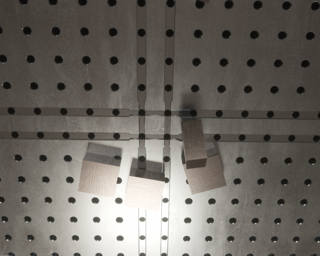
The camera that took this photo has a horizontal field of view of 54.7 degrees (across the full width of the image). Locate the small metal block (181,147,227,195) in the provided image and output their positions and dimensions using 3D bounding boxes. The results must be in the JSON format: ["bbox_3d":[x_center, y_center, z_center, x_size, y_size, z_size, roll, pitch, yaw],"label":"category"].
[{"bbox_3d":[0.062,0.061,0.437,0.050,0.025,0.050,-16,110,5],"label":"small metal block"}]

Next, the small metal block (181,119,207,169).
[{"bbox_3d":[0.043,0.022,0.398,0.025,0.050,0.050,-7,70,2],"label":"small metal block"}]

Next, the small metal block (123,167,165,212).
[{"bbox_3d":[-0.022,0.089,0.446,0.050,0.025,0.050,10,110,-5],"label":"small metal block"}]

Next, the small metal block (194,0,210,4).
[{"bbox_3d":[0.039,-0.174,0.350,0.050,0.025,0.050,17,109,-7],"label":"small metal block"}]

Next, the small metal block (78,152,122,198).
[{"bbox_3d":[-0.084,0.066,0.437,0.050,0.025,0.050,11,110,-5],"label":"small metal block"}]
